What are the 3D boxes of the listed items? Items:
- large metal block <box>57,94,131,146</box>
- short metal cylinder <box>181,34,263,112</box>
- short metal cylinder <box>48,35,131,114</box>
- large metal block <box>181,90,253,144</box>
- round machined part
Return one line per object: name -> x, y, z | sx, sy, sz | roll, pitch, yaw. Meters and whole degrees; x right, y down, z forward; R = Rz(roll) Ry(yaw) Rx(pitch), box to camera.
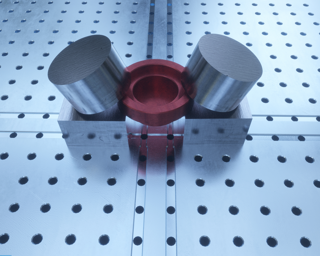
large metal block -> -0.080, -0.023, 0.410 | 0.080, 0.050, 0.080 | 1, 50, 0
short metal cylinder -> 0.071, -0.065, 0.365 | 0.081, 0.050, 0.080 | 13, 48, -15
short metal cylinder -> -0.081, -0.063, 0.362 | 0.080, 0.050, 0.080 | -13, 49, 16
large metal block -> 0.070, -0.026, 0.413 | 0.081, 0.050, 0.080 | -1, 50, -1
round machined part -> -0.005, -0.041, 0.392 | 0.099, 0.042, 0.098 | 0, 50, 0
